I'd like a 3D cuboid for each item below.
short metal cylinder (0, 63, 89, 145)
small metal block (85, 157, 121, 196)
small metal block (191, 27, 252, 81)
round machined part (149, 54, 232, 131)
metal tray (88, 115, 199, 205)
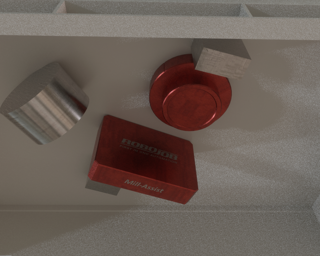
[{"bbox_3d":[-0.128,-0.028,0.347,0.080,0.080,0.050,-24,126,18],"label":"short metal cylinder"},{"bbox_3d":[-0.081,0.073,0.470,0.050,0.025,0.050,18,128,-15],"label":"small metal block"},{"bbox_3d":[0.062,-0.079,0.326,0.050,0.050,0.025,12,129,-10],"label":"small metal block"},{"bbox_3d":[0.036,-0.035,0.369,0.099,0.042,0.097,-1,130,0],"label":"round machined part"},{"bbox_3d":[-0.019,0.040,0.399,0.131,0.090,0.030,18,128,-16],"label":"metal tray"}]
